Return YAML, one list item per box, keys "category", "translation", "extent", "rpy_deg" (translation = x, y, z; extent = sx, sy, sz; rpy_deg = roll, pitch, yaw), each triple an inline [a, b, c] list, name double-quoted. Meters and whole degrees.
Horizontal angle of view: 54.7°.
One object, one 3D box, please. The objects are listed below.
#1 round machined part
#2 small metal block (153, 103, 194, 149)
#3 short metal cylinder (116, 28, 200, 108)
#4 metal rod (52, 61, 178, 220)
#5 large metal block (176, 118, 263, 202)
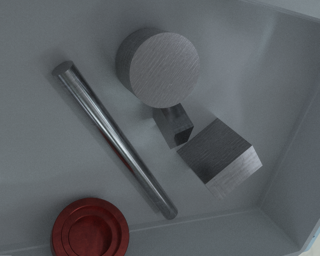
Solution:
- category: "round machined part"
  translation: [-0.094, 0.146, 0.410]
  extent: [0.099, 0.098, 0.042]
  rpy_deg: [-2, 148, -28]
- category: "small metal block"
  translation: [0.015, -0.008, 0.385]
  extent: [0.025, 0.050, 0.050]
  rpy_deg: [-24, 160, -14]
- category: "short metal cylinder"
  translation: [-0.003, -0.068, 0.344]
  extent: [0.081, 0.050, 0.079]
  rpy_deg: [-10, 115, -21]
- category: "metal rod"
  translation: [-0.041, 0.039, 0.411]
  extent: [0.025, 0.025, 0.299]
  rpy_deg: [-35, 129, -6]
- category: "large metal block"
  translation: [0.084, 0.044, 0.449]
  extent: [0.080, 0.080, 0.050]
  rpy_deg: [-39, 130, -2]
